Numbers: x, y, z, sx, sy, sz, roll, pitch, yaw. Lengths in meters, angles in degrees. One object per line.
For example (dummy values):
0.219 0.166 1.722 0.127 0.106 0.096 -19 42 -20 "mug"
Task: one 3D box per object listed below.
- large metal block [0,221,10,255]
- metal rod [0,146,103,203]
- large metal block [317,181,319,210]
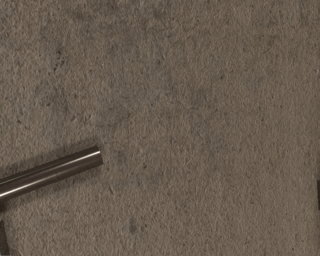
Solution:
-0.203 0.152 0.321 0.081 0.050 0.079 -10 94 -20 "large metal block"
-0.209 0.081 0.332 0.302 0.025 0.025 -20 97 -19 "metal rod"
0.319 0.111 0.500 0.081 0.080 0.050 -5 92 -20 "large metal block"
